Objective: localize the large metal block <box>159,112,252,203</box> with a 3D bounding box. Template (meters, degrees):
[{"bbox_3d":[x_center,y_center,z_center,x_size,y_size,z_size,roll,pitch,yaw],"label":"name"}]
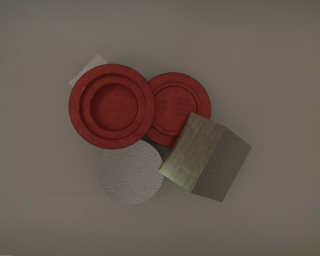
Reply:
[{"bbox_3d":[0.058,0.038,0.376,0.050,0.080,0.080,28,89,40],"label":"large metal block"}]

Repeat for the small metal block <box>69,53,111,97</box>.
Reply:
[{"bbox_3d":[-0.083,-0.063,0.396,0.025,0.050,0.050,44,90,-1],"label":"small metal block"}]

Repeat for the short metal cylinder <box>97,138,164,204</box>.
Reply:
[{"bbox_3d":[-0.035,0.052,0.397,0.081,0.050,0.079,0,90,-1],"label":"short metal cylinder"}]

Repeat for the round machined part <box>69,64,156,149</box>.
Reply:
[{"bbox_3d":[-0.054,-0.025,0.371,0.099,0.042,0.097,0,90,-1],"label":"round machined part"}]

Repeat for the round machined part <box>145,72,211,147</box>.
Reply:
[{"bbox_3d":[0.017,-0.024,0.400,0.099,0.042,0.097,0,90,-1],"label":"round machined part"}]
